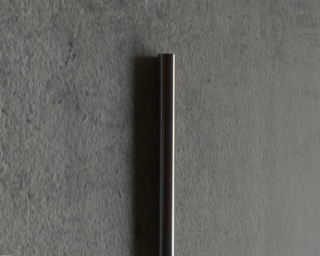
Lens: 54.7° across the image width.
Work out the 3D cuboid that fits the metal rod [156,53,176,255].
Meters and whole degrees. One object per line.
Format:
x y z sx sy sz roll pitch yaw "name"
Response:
0.008 0.052 0.413 0.025 0.025 0.298 0 90 -40 "metal rod"
